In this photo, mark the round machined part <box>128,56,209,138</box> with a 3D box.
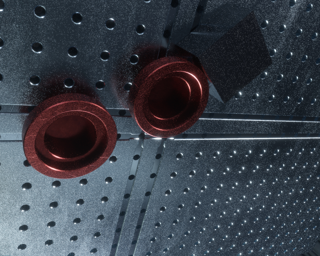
[{"bbox_3d":[0.007,-0.040,0.379,0.099,0.042,0.097,-14,124,-21],"label":"round machined part"}]

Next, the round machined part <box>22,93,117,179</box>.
[{"bbox_3d":[-0.102,0.005,0.348,0.099,0.042,0.097,-14,124,-21],"label":"round machined part"}]

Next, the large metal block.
[{"bbox_3d":[0.081,-0.091,0.382,0.080,0.050,0.080,-40,129,-1],"label":"large metal block"}]
